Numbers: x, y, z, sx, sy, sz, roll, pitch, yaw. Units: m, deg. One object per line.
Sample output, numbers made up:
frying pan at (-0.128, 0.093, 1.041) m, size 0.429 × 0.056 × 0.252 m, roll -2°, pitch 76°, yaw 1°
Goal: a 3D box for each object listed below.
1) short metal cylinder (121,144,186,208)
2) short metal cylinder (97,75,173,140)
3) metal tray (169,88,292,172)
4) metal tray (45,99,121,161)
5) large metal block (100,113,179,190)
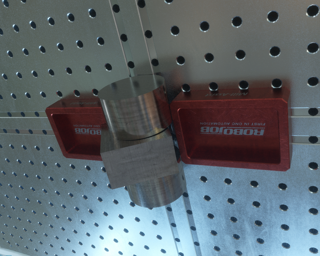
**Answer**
short metal cylinder at (-0.008, 0.061, 0.417) m, size 0.080 × 0.080 × 0.050 m, roll 2°, pitch 119°, yaw 27°
short metal cylinder at (-0.029, -0.027, 0.374) m, size 0.080 × 0.080 × 0.050 m, roll 2°, pitch 119°, yaw 27°
metal tray at (0.083, 0.002, 0.365) m, size 0.130 × 0.030 × 0.089 m, roll 1°, pitch 119°, yaw 27°
metal tray at (-0.100, 0.004, 0.463) m, size 0.130 × 0.030 × 0.089 m, roll 1°, pitch 119°, yaw 27°
large metal block at (-0.027, 0.024, 0.386) m, size 0.080 × 0.080 × 0.050 m, roll -13°, pitch 116°, yaw -4°
